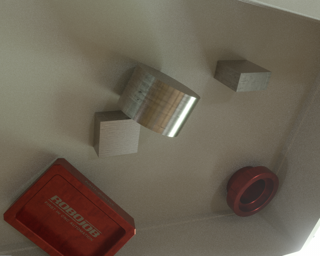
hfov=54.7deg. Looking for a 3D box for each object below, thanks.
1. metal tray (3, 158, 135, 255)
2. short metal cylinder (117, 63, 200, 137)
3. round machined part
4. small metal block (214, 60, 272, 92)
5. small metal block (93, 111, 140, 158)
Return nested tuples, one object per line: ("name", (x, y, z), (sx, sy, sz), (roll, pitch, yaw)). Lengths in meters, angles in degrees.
("metal tray", (-0.106, 0.112, 0.379), (0.090, 0.030, 0.130), (-45, 103, 0))
("short metal cylinder", (-0.001, -0.032, 0.354), (0.081, 0.080, 0.050), (19, 108, -36))
("round machined part", (0.159, 0.108, 0.554), (0.099, 0.042, 0.097), (-14, 125, -21))
("small metal block", (0.109, -0.070, 0.411), (0.050, 0.050, 0.025), (-7, 122, -25))
("small metal block", (-0.054, 0.006, 0.384), (0.050, 0.025, 0.050), (-6, 121, -26))
